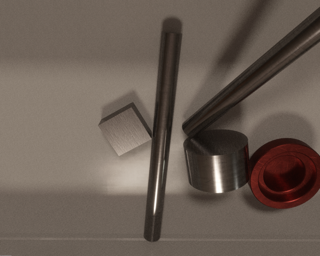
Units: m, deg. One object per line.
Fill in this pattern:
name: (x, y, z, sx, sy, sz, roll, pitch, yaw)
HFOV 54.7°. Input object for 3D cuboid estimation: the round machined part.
round machined part: (0.167, 0.058, 0.426, 0.099, 0.042, 0.097, 0, 110, -1)

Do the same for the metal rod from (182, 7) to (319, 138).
metal rod: (0.120, -0.071, 0.312, 0.025, 0.025, 0.299, 35, 135, -13)

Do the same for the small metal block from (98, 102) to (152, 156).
small metal block: (-0.045, 0.001, 0.411, 0.050, 0.025, 0.050, -28, 108, 9)

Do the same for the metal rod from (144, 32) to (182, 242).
metal rod: (0.001, 0.025, 0.420, 0.025, 0.025, 0.298, 5, 110, -2)

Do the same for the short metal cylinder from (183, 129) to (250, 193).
short metal cylinder: (0.073, 0.040, 0.398, 0.080, 0.080, 0.050, -8, 110, 2)
